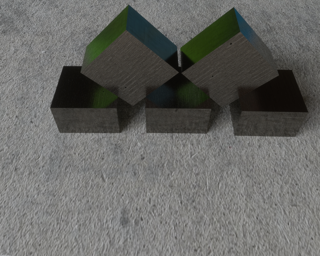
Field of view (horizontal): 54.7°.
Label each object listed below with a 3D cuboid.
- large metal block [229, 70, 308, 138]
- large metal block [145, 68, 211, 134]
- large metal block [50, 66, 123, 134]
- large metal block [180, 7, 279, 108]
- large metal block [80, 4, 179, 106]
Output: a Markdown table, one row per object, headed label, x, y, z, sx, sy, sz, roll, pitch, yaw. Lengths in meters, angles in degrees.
| label | x | y | z | sx | sy | sz | roll | pitch | yaw |
| --- | --- | --- | --- | --- | --- | --- | --- | --- | --- |
| large metal block | 0.140 | -0.034 | 0.420 | 0.081 | 0.050 | 0.080 | 1 | 50 | 0 |
| large metal block | 0.023 | -0.038 | 0.421 | 0.081 | 0.050 | 0.080 | 1 | 50 | 0 |
| large metal block | -0.093 | -0.039 | 0.420 | 0.081 | 0.050 | 0.080 | 0 | 50 | 0 |
| large metal block | 0.082 | -0.082 | 0.377 | 0.080 | 0.080 | 0.050 | -32 | 40 | 33 |
| large metal block | -0.035 | -0.083 | 0.374 | 0.080 | 0.080 | 0.050 | 32 | 40 | -34 |
